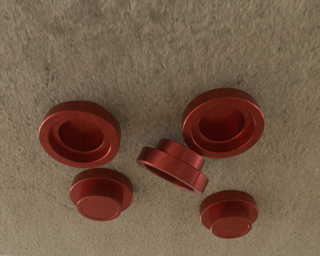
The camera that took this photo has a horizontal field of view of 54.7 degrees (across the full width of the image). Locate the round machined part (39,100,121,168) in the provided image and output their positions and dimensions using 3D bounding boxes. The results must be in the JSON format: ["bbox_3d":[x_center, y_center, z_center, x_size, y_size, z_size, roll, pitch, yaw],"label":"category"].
[{"bbox_3d":[-0.099,0.004,0.398,0.099,0.042,0.097,-1,130,0],"label":"round machined part"}]

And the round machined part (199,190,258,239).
[{"bbox_3d":[0.118,0.153,0.528,0.099,0.042,0.097,-1,130,0],"label":"round machined part"}]

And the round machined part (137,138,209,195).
[{"bbox_3d":[0.021,0.048,0.416,0.098,0.042,0.098,26,166,7],"label":"round machined part"}]

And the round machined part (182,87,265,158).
[{"bbox_3d":[0.076,-0.010,0.389,0.099,0.042,0.097,-1,130,0],"label":"round machined part"}]

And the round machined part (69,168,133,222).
[{"bbox_3d":[-0.093,0.111,0.489,0.099,0.042,0.097,-1,130,0],"label":"round machined part"}]
